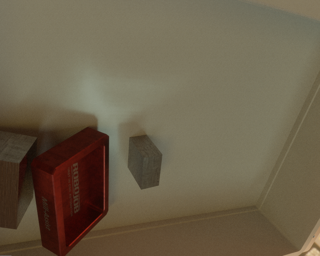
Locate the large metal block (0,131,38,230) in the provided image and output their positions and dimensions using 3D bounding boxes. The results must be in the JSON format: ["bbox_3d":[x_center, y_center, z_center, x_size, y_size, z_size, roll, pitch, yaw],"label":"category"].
[{"bbox_3d":[-0.174,0.048,0.309,0.081,0.050,0.079,11,115,-8],"label":"large metal block"}]

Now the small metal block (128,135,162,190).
[{"bbox_3d":[-0.021,0.044,0.410,0.025,0.050,0.050,-9,122,-24],"label":"small metal block"}]

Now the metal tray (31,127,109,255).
[{"bbox_3d":[-0.100,0.075,0.367,0.091,0.030,0.129,-39,142,-52],"label":"metal tray"}]
